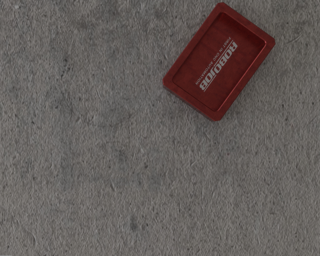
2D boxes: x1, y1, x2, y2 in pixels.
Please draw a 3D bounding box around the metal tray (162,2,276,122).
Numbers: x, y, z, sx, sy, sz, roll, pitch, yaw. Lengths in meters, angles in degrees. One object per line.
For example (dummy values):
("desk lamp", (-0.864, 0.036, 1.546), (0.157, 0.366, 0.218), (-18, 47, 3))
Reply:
("metal tray", (0.075, -0.084, 0.407), (0.090, 0.030, 0.130), (36, 90, 0))
